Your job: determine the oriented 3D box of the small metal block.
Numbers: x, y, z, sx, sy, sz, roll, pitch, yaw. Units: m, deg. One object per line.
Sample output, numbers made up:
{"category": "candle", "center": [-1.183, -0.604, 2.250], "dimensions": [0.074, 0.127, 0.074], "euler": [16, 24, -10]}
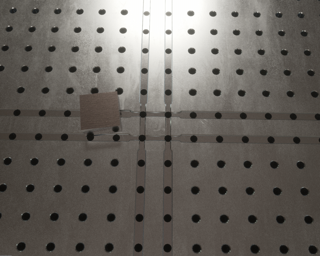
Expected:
{"category": "small metal block", "center": [-0.079, -0.019, 0.418], "dimensions": [0.050, 0.025, 0.050], "euler": [-6, 70, -3]}
